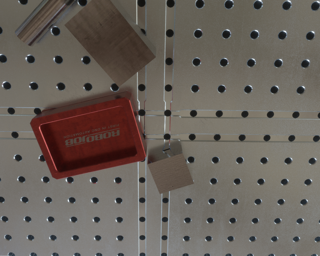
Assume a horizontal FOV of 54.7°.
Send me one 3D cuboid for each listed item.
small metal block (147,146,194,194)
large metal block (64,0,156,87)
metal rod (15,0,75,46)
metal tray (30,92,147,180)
[{"bbox_3d":[0.015,0.059,0.435,0.050,0.025,0.050,-19,109,6],"label":"small metal block"},{"bbox_3d":[-0.049,-0.100,0.346,0.050,0.080,0.080,-37,106,12],"label":"large metal block"},{"bbox_3d":[-0.052,-0.203,0.337,0.300,0.025,0.025,-41,106,13],"label":"metal rod"},{"bbox_3d":[-0.091,0.011,0.413,0.131,0.030,0.089,-13,110,4],"label":"metal tray"}]
